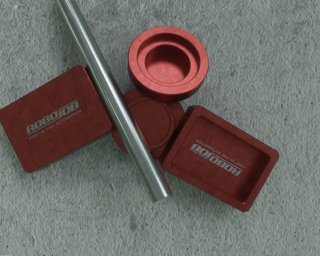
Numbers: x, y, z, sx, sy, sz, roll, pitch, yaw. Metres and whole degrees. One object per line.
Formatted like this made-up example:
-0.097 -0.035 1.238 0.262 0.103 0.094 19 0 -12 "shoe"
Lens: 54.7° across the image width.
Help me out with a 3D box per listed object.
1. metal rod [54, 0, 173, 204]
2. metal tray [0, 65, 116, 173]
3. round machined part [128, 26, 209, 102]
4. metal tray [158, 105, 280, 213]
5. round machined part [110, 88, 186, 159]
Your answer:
-0.064 -0.051 0.377 0.025 0.025 0.299 -27 77 0 "metal rod"
-0.130 -0.010 0.397 0.130 0.030 0.090 -28 87 8 "metal tray"
0.008 -0.076 0.392 0.099 0.042 0.098 3 68 -6 "round machined part"
0.075 0.039 0.398 0.131 0.030 0.090 29 90 -11 "metal tray"
-0.015 -0.007 0.403 0.099 0.042 0.097 0 90 0 "round machined part"
